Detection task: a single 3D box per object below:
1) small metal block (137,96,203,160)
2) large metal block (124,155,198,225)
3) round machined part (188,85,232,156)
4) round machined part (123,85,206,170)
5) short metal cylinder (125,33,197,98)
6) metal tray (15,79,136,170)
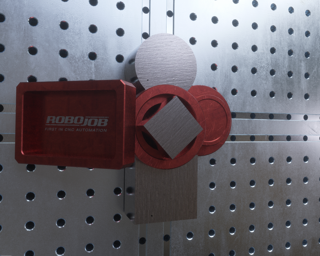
[{"bbox_3d":[0.012,-0.001,0.351,0.050,0.025,0.050,-43,104,-15],"label":"small metal block"},{"bbox_3d":[0.000,0.073,0.396,0.081,0.050,0.080,1,90,-20],"label":"large metal block"},{"bbox_3d":[0.056,-0.010,0.423,0.099,0.042,0.097,0,90,-20],"label":"round machined part"},{"bbox_3d":[0.002,-0.001,0.373,0.099,0.042,0.097,0,90,-20],"label":"round machined part"},{"bbox_3d":[0.000,-0.075,0.399,0.081,0.050,0.080,0,90,-20],"label":"short metal cylinder"},{"bbox_3d":[-0.093,-0.005,0.337,0.130,0.030,0.089,1,90,17],"label":"metal tray"}]
